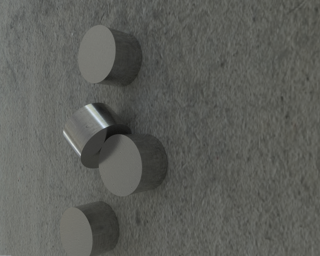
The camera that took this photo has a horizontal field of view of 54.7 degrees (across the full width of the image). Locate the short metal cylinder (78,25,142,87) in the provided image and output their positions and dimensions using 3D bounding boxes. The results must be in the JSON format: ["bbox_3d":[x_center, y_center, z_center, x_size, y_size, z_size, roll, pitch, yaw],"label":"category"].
[{"bbox_3d":[-0.072,-0.102,0.446,0.080,0.050,0.079,0,90,39],"label":"short metal cylinder"}]

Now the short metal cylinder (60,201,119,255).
[{"bbox_3d":[-0.109,0.157,0.476,0.080,0.050,0.079,0,90,39],"label":"short metal cylinder"}]

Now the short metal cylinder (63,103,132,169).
[{"bbox_3d":[-0.088,0.011,0.439,0.050,0.081,0.080,45,117,30],"label":"short metal cylinder"}]

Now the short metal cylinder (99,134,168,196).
[{"bbox_3d":[-0.037,0.048,0.417,0.080,0.050,0.079,0,90,39],"label":"short metal cylinder"}]
